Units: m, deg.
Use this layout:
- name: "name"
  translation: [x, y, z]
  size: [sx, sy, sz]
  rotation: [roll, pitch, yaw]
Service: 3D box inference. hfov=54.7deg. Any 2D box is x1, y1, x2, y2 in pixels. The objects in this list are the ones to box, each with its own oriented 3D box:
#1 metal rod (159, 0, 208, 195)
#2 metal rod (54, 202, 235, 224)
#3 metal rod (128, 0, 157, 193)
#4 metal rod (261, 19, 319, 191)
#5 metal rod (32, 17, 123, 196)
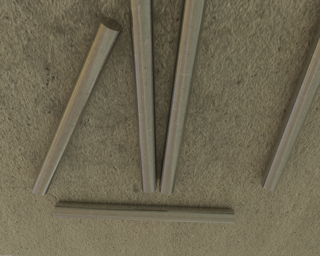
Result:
- name: "metal rod"
  translation: [0.022, -0.017, 0.392]
  size: [0.025, 0.025, 0.298]
  rotation: [3, 130, -3]
- name: "metal rod"
  translation: [-0.024, 0.145, 0.530]
  size: [0.302, 0.025, 0.025]
  rotation: [3, 130, -4]
- name: "metal rod"
  translation: [-0.018, -0.022, 0.388]
  size: [0.025, 0.025, 0.298]
  rotation: [-1, 130, 0]
- name: "metal rod"
  translation: [0.174, -0.025, 0.388]
  size: [0.025, 0.025, 0.298]
  rotation: [1, 130, -1]
- name: "metal rod"
  translation: [-0.119, -0.005, 0.401]
  size: [0.025, 0.025, 0.298]
  rotation: [22, 127, -18]
